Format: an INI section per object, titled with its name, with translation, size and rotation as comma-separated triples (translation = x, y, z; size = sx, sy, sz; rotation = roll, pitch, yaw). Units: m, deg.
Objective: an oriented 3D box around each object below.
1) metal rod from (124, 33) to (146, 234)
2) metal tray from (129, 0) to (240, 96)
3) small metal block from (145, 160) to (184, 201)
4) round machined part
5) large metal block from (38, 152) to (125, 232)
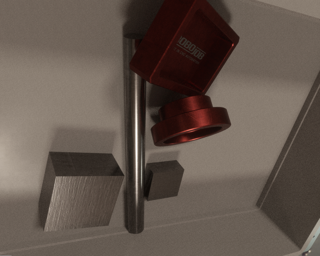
[metal rod]
translation = -0.032, 0.029, 0.410
size = 0.025, 0.025, 0.298
rotation = -12, 124, -22
[metal tray]
translation = 0.033, -0.084, 0.338
size = 0.090, 0.030, 0.131
rotation = -58, 153, 14
[small metal block]
translation = 0.003, 0.078, 0.460
size = 0.050, 0.025, 0.050
rotation = -3, 120, -27
[round machined part]
translation = 0.036, -0.010, 0.391
size = 0.099, 0.042, 0.098
rotation = -14, 169, -3
[large metal block]
translation = -0.100, 0.078, 0.387
size = 0.081, 0.050, 0.079
rotation = 5, 116, -31
